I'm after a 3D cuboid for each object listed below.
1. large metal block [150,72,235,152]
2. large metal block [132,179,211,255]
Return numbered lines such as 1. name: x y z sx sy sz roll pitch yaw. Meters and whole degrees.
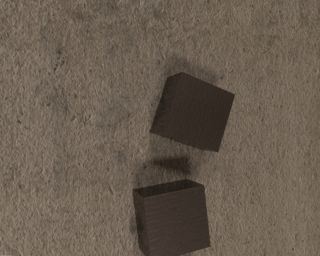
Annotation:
1. large metal block: 0.043 -0.019 0.413 0.081 0.050 0.080 20 83 -19
2. large metal block: 0.014 0.116 0.402 0.081 0.050 0.079 -7 93 -20
